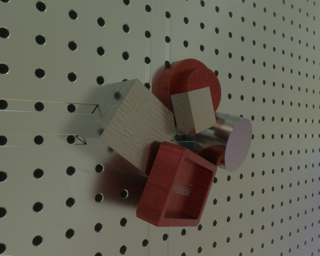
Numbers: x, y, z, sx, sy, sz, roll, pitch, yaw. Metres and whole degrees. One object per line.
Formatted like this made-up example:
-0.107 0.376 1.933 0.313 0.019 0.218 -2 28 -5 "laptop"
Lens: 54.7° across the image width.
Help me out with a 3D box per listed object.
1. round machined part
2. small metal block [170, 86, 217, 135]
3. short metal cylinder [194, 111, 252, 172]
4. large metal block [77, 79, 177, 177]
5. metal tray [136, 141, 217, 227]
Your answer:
0.049 -0.050 0.439 0.099 0.042 0.097 0 90 -40 "round machined part"
0.043 -0.022 0.385 0.050 0.025 0.050 -20 100 -49 "small metal block"
0.094 0.019 0.457 0.081 0.050 0.079 -23 121 -45 "short metal cylinder"
-0.034 0.001 0.364 0.080 0.050 0.080 43 64 -32 "large metal block"
0.028 0.076 0.392 0.130 0.030 0.090 32 76 -59 "metal tray"
